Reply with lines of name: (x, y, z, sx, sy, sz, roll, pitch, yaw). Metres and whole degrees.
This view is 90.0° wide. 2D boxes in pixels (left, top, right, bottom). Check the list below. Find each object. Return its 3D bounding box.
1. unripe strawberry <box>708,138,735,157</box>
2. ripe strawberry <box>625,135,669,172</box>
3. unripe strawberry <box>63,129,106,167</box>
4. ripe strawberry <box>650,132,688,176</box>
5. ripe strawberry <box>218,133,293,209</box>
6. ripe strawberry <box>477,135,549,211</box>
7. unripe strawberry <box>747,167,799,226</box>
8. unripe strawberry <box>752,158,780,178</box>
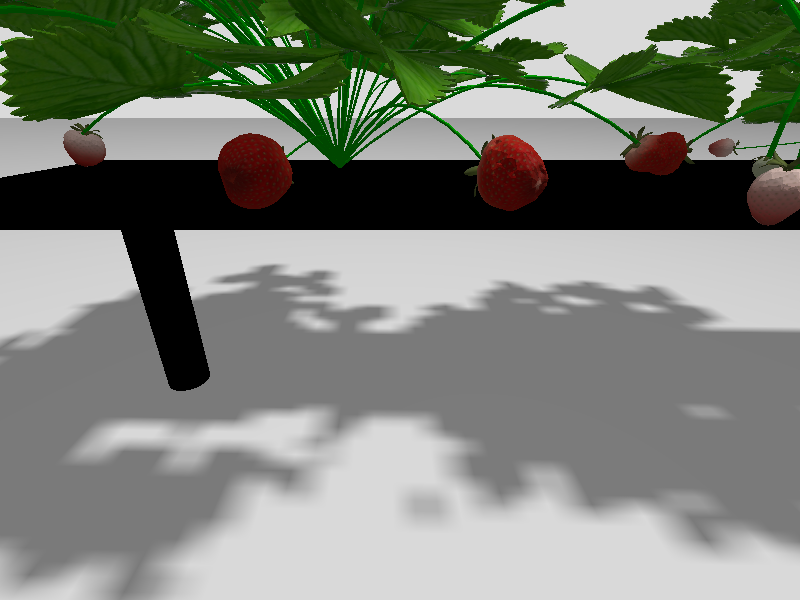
unripe strawberry: (0.316, -0.149, 0.393, 0.020, 0.017, 0.020, 19, 32, 35)
ripe strawberry: (0.181, -0.105, 0.291, 0.028, 0.027, 0.030, 36, 27, -7)
unripe strawberry: (-0.277, -0.132, 0.351, 0.030, 0.031, 0.029, 26, 26, -6)
ripe strawberry: (0.192, -0.107, 0.295, 0.032, 0.031, 0.029, -9, 27, -7)
ripe strawberry: (-0.073, -0.062, 0.197, 0.034, 0.036, 0.037, 4, 27, 8)
ripe strawberry: (0.052, -0.058, 0.185, 0.030, 0.034, 0.032, -16, 36, -29)
unripe strawberry: (0.158, -0.043, 0.168, 0.020, 0.024, 0.024, 21, 33, 36)
unripe strawberry: (0.192, -0.069, 0.211, 0.011, 0.011, 0.011, -15, 30, -29)
